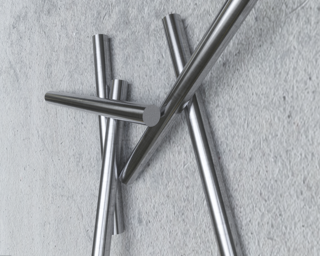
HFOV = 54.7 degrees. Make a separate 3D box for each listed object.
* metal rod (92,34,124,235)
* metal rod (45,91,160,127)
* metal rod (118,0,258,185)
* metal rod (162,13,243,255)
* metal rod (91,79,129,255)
[{"bbox_3d":[-0.079,0.007,0.470,0.025,0.025,0.298,-9,85,40],"label":"metal rod"},{"bbox_3d":[-0.105,-0.035,0.458,0.300,0.025,0.025,13,98,49],"label":"metal rod"},{"bbox_3d":[0.017,-0.029,0.357,0.025,0.025,0.298,54,131,26],"label":"metal rod"},{"bbox_3d":[0.047,0.005,0.365,0.025,0.025,0.299,-21,77,38],"label":"metal rod"},{"bbox_3d":[-0.073,0.080,0.438,0.025,0.025,0.298,1,83,40],"label":"metal rod"}]
